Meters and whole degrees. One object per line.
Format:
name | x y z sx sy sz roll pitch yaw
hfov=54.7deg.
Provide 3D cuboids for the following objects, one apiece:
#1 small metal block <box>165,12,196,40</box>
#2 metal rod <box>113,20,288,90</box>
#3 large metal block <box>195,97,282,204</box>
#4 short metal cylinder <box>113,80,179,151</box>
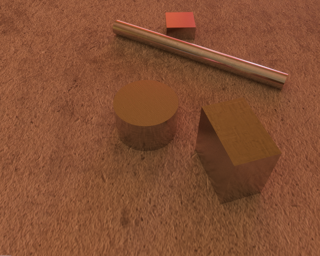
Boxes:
small metal block | 0.036 -0.184 0.559 0.050 0.025 0.050 -1 50 -2
metal rod | 0.055 -0.125 0.508 0.301 0.025 0.025 23 54 17
large metal block | 0.081 0.026 0.347 0.050 0.080 0.080 -13 52 -11
short metal cylinder | -0.017 -0.017 0.401 0.081 0.050 0.080 0 50 0
